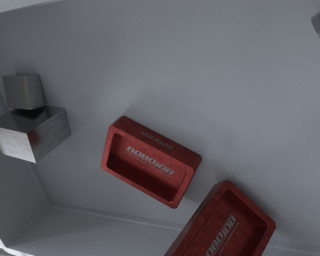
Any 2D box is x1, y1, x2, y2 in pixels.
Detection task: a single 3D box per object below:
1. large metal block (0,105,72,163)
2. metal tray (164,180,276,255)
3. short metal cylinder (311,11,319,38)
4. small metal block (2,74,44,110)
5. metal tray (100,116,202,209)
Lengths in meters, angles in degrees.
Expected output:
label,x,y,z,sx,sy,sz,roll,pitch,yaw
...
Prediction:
label,x,y,z,sx,sy,sz,roll,pitch,yaw
large metal block,-0.199,0.003,0.477,0.080,0.080,0.050,10,123,22
metal tray,0.077,0.141,0.383,0.090,0.131,0.030,43,150,1
short metal cylinder,0.166,-0.072,0.241,0.080,0.080,0.050,48,129,-6
small metal block,-0.210,-0.057,0.475,0.050,0.025,0.050,6,109,25
metal tray,-0.017,0.050,0.443,0.130,0.030,0.089,27,128,10
